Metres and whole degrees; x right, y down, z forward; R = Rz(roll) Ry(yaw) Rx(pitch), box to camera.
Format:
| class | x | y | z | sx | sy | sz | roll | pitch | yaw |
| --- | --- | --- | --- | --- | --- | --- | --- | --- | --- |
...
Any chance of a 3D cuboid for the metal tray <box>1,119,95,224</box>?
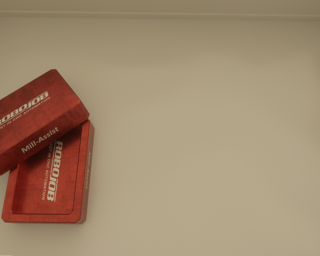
| class | x | y | z | sx | sy | sz | roll | pitch | yaw |
| --- | --- | --- | --- | --- | --- | --- | --- | --- | --- |
| metal tray | -0.135 | 0.051 | 0.386 | 0.091 | 0.030 | 0.130 | 1 | 70 | 0 |

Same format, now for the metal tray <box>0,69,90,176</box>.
| class | x | y | z | sx | sy | sz | roll | pitch | yaw |
| --- | --- | --- | --- | --- | --- | --- | --- | --- | --- |
| metal tray | -0.167 | -0.012 | 0.392 | 0.131 | 0.030 | 0.090 | -35 | 53 | -12 |
